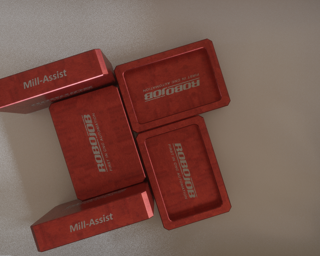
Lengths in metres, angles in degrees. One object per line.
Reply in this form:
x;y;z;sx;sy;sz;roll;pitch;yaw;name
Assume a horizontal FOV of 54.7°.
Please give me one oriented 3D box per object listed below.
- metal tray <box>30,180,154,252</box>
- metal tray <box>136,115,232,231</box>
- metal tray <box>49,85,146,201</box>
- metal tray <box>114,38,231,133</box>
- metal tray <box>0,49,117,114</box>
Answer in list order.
-0.074;0.101;0.375;0.131;0.090;0.030;-17;90;-1;metal tray
0.030;0.057;0.408;0.090;0.030;0.129;-17;90;-1;metal tray
-0.079;0.019;0.405;0.090;0.030;0.129;-17;90;-1;metal tray
0.016;-0.054;0.407;0.131;0.030;0.090;-17;90;-1;metal tray
-0.123;-0.052;0.374;0.131;0.090;0.030;-18;90;-1;metal tray
